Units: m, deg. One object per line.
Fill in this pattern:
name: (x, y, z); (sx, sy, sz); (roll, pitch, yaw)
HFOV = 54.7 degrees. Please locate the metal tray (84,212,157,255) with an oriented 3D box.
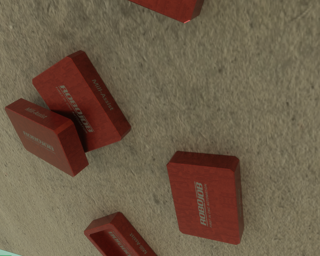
metal tray: (-0.070, 0.222, 0.575); (0.090, 0.030, 0.130); (-29, 103, 37)

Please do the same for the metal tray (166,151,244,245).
metal tray: (0.065, 0.097, 0.428); (0.090, 0.030, 0.129); (3, 120, 26)

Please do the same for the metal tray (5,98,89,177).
metal tray: (-0.173, 0.013, 0.473); (0.130, 0.030, 0.089); (20, 136, 32)

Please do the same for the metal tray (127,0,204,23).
metal tray: (-0.012, -0.171, 0.303); (0.130, 0.030, 0.089); (26, 128, 11)

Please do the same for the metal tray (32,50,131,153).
metal tray: (-0.111, -0.032, 0.440); (0.090, 0.030, 0.130); (-20, 108, 35)
